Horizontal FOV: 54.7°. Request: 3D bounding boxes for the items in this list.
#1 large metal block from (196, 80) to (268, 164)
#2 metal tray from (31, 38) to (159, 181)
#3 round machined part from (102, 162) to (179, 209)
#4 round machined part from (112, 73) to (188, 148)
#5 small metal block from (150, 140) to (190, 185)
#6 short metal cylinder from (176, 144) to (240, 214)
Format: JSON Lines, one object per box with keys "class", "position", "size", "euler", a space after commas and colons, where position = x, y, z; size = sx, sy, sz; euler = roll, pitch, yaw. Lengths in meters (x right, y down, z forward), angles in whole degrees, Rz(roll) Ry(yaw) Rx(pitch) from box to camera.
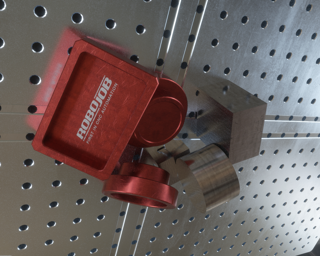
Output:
{"class": "large metal block", "position": [0.093, -0.009, 0.420], "size": [0.050, 0.080, 0.079], "euler": [-16, 125, -20]}
{"class": "metal tray", "position": [-0.069, -0.018, 0.333], "size": [0.090, 0.030, 0.129], "euler": [26, 106, -8]}
{"class": "round machined part", "position": [-0.023, 0.075, 0.411], "size": [0.098, 0.098, 0.042], "euler": [29, 63, -38]}
{"class": "round machined part", "position": [-0.008, -0.016, 0.386], "size": [0.099, 0.042, 0.097], "euler": [-14, 124, -21]}
{"class": "small metal block", "position": [0.020, 0.053, 0.454], "size": [0.050, 0.025, 0.050], "euler": [-26, 128, -12]}
{"class": "short metal cylinder", "position": [0.063, 0.068, 0.420], "size": [0.050, 0.080, 0.080], "euler": [-23, 127, -14]}
